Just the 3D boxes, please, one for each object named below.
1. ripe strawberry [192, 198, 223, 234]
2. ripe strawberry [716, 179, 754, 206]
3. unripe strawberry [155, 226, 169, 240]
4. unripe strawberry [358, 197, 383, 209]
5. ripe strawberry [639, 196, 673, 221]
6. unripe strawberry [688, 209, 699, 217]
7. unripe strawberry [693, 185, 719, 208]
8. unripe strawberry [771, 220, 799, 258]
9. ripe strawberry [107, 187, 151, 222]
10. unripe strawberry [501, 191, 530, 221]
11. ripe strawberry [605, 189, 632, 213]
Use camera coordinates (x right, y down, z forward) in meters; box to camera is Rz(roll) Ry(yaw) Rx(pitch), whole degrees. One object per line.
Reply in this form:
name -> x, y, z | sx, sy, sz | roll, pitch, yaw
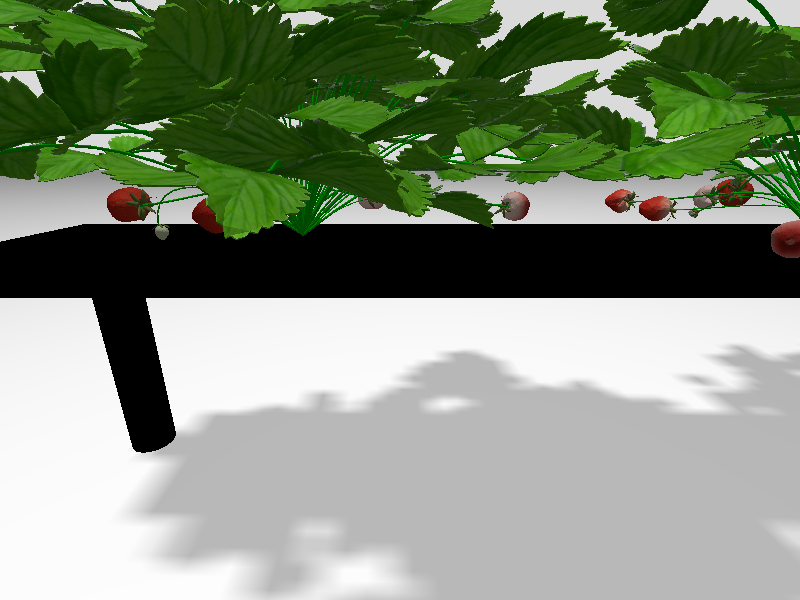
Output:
ripe strawberry -> -0.171, -0.077, 0.362 | 0.034, 0.033, 0.032 | 3, 20, 10
ripe strawberry -> 0.449, -0.144, 0.541 | 0.042, 0.037, 0.038 | 8, 11, 21
unripe strawberry -> -0.198, -0.056, 0.333 | 0.010, 0.012, 0.012 | -3, 20, -8
unripe strawberry -> -0.035, -0.134, 0.519 | 0.037, 0.032, 0.037 | 5, 20, 14
ripe strawberry -> 0.269, -0.097, 0.423 | 0.030, 0.025, 0.030 | 15, 25, 38
unripe strawberry -> 0.337, -0.101, 0.461 | 0.009, 0.010, 0.010 | -5, 19, -13
unripe strawberry -> 0.401, -0.135, 0.527 | 0.026, 0.030, 0.029 | 4, 12, 10
unripe strawberry -> 0.264, -0.040, 0.269 | 0.027, 0.026, 0.025 | -16, 25, -37
ripe strawberry -> -0.282, -0.099, 0.414 | 0.040, 0.035, 0.040 | 7, 21, 19
unripe strawberry -> 0.129, -0.104, 0.441 | 0.032, 0.031, 0.030 | -8, 21, -24
ripe strawberry -> 0.267, -0.121, 0.490 | 0.031, 0.028, 0.028 | -12, 22, -31
